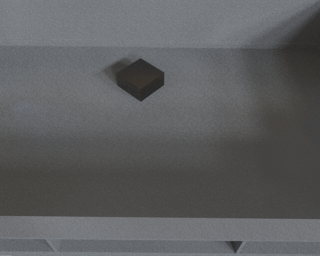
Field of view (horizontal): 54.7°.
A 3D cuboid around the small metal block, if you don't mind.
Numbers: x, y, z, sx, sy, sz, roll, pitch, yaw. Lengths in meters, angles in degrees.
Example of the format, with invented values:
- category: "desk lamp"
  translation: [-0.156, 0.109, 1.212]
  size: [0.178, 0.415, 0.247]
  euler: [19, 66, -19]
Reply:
- category: "small metal block"
  translation: [-0.029, -0.073, 0.466]
  size: [0.050, 0.025, 0.050]
  euler: [36, 58, 26]
